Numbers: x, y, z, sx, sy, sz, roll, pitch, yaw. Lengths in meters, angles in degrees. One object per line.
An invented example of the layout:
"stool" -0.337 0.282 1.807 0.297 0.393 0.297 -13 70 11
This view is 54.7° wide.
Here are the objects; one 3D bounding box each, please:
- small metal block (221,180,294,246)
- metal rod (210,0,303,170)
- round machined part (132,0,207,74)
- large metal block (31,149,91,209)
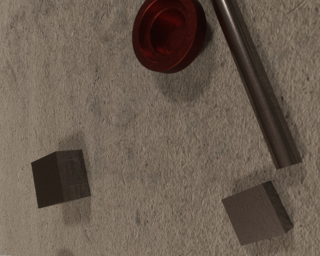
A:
"small metal block" 0.100 0.088 0.321 0.050 0.025 0.050 -33 70 34
"metal rod" 0.083 -0.102 0.335 0.025 0.025 0.299 -27 73 36
"round machined part" 0.015 -0.115 0.380 0.098 0.042 0.097 0 90 39
"large metal block" -0.169 0.086 0.525 0.080 0.050 0.080 -22 76 37
